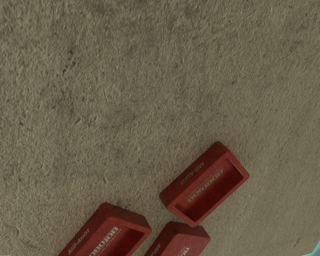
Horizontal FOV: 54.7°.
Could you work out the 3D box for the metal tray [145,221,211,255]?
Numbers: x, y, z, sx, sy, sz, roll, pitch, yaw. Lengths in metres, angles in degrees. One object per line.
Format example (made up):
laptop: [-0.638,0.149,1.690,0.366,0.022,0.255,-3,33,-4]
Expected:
metal tray: [0.021,0.232,0.559,0.091,0.030,0.129,23,106,-37]

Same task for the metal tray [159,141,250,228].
metal tray: [0.074,0.094,0.501,0.130,0.030,0.090,-43,130,2]

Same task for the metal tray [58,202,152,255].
metal tray: [-0.086,0.180,0.467,0.090,0.030,0.130,34,99,-39]
